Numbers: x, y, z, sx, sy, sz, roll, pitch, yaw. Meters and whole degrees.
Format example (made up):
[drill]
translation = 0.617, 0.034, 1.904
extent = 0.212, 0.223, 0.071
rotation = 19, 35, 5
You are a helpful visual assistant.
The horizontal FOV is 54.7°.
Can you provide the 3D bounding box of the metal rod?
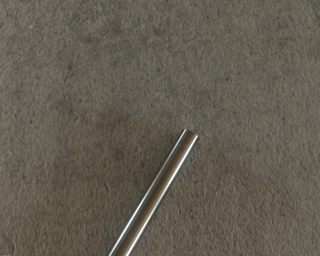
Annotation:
[metal rod]
translation = -0.037, 0.129, 0.360
extent = 0.025, 0.025, 0.300
rotation = 29, 72, 10
